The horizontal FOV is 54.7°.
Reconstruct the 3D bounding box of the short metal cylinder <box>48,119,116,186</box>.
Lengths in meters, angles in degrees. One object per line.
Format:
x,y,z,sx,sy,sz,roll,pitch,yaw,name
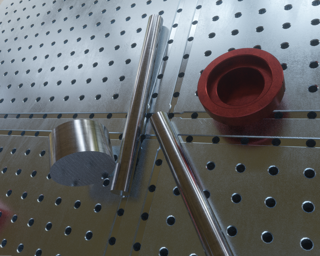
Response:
-0.102,0.034,0.404,0.080,0.080,0.050,-27,53,11,short metal cylinder

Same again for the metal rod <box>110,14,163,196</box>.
-0.028,-0.051,0.452,0.025,0.025,0.299,-5,59,25,metal rod

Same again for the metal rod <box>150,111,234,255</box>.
0.046,0.096,0.324,0.025,0.025,0.300,-30,52,9,metal rod

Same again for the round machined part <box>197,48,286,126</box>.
0.098,-0.045,0.373,0.098,0.042,0.098,-13,56,20,round machined part
